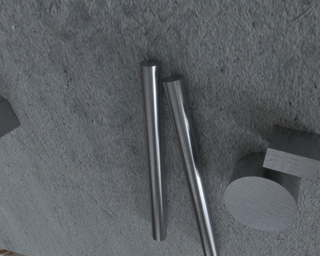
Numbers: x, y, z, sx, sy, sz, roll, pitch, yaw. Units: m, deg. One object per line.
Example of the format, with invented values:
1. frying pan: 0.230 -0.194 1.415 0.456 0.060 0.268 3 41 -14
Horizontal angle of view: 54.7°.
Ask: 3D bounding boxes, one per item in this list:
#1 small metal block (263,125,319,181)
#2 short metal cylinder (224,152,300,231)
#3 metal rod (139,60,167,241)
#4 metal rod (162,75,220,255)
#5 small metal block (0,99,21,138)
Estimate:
1. small metal block: 0.142 0.024 0.331 0.050 0.050 0.025 15 124 20
2. short metal cylinder: 0.123 0.076 0.373 0.080 0.050 0.079 13 124 21
3. metal rod: -0.006 0.051 0.441 0.025 0.025 0.298 11 123 22
4. metal rod: 0.049 0.073 0.426 0.025 0.025 0.298 0 119 28
5. small metal block: -0.275 -0.014 0.527 0.025 0.050 0.050 -5 116 30
